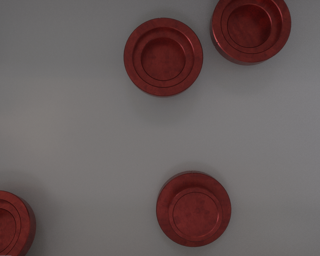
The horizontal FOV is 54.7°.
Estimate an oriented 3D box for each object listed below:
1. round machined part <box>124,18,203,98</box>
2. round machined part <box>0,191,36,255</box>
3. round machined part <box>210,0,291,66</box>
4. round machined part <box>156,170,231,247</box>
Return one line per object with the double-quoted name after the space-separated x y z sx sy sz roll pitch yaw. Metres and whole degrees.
0.004 -0.088 0.403 0.099 0.042 0.097 0 90 0 "round machined part"
-0.205 0.131 0.390 0.099 0.042 0.098 0 66 0 "round machined part"
0.113 -0.130 0.403 0.099 0.042 0.097 0 90 0 "round machined part"
0.044 0.107 0.403 0.099 0.042 0.097 0 90 0 "round machined part"
